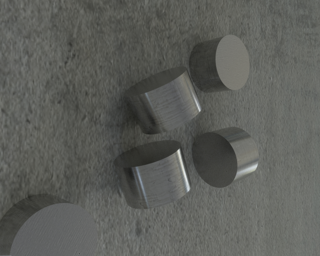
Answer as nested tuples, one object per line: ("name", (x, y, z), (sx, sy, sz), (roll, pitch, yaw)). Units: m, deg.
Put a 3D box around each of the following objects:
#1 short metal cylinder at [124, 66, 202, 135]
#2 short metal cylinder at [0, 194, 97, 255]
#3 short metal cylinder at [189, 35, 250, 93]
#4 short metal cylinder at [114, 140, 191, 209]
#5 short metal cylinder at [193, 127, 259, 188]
("short metal cylinder", (0.004, -0.034, 0.374), (0.080, 0.080, 0.050), (-38, 114, -34))
("short metal cylinder", (-0.109, 0.108, 0.299), (0.081, 0.050, 0.079), (0, 90, -40))
("short metal cylinder", (0.090, -0.095, 0.467), (0.081, 0.050, 0.079), (0, 90, -40))
("short metal cylinder", (-0.008, 0.052, 0.364), (0.081, 0.080, 0.050), (-25, 106, -37))
("short metal cylinder", (0.094, 0.041, 0.451), (0.050, 0.080, 0.079), (-12, 98, -40))
